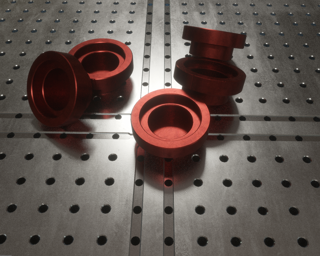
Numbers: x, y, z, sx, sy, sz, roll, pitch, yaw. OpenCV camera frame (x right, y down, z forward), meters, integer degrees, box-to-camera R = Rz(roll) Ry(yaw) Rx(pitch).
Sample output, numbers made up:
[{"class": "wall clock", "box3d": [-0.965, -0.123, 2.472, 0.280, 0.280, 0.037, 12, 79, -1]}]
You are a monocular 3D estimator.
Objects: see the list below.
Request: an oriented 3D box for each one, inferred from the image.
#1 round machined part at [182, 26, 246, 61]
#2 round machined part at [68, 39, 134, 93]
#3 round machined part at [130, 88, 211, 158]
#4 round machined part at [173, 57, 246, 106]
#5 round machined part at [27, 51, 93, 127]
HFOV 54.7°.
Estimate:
[{"class": "round machined part", "box3d": [0.083, -0.134, 0.491, 0.099, 0.042, 0.098, 8, 19, -3]}, {"class": "round machined part", "box3d": [-0.089, -0.091, 0.472, 0.099, 0.042, 0.098, 0, 50, 0]}, {"class": "round machined part", "box3d": [0.013, -0.002, 0.397, 0.099, 0.042, 0.098, -1, 52, 1]}, {"class": "round machined part", "box3d": [0.067, -0.065, 0.438, 0.099, 0.042, 0.098, 7, 29, -4]}, {"class": "round machined part", "box3d": [-0.130, -0.051, 0.414, 0.098, 0.097, 0.042, 35, 22, 25]}]
